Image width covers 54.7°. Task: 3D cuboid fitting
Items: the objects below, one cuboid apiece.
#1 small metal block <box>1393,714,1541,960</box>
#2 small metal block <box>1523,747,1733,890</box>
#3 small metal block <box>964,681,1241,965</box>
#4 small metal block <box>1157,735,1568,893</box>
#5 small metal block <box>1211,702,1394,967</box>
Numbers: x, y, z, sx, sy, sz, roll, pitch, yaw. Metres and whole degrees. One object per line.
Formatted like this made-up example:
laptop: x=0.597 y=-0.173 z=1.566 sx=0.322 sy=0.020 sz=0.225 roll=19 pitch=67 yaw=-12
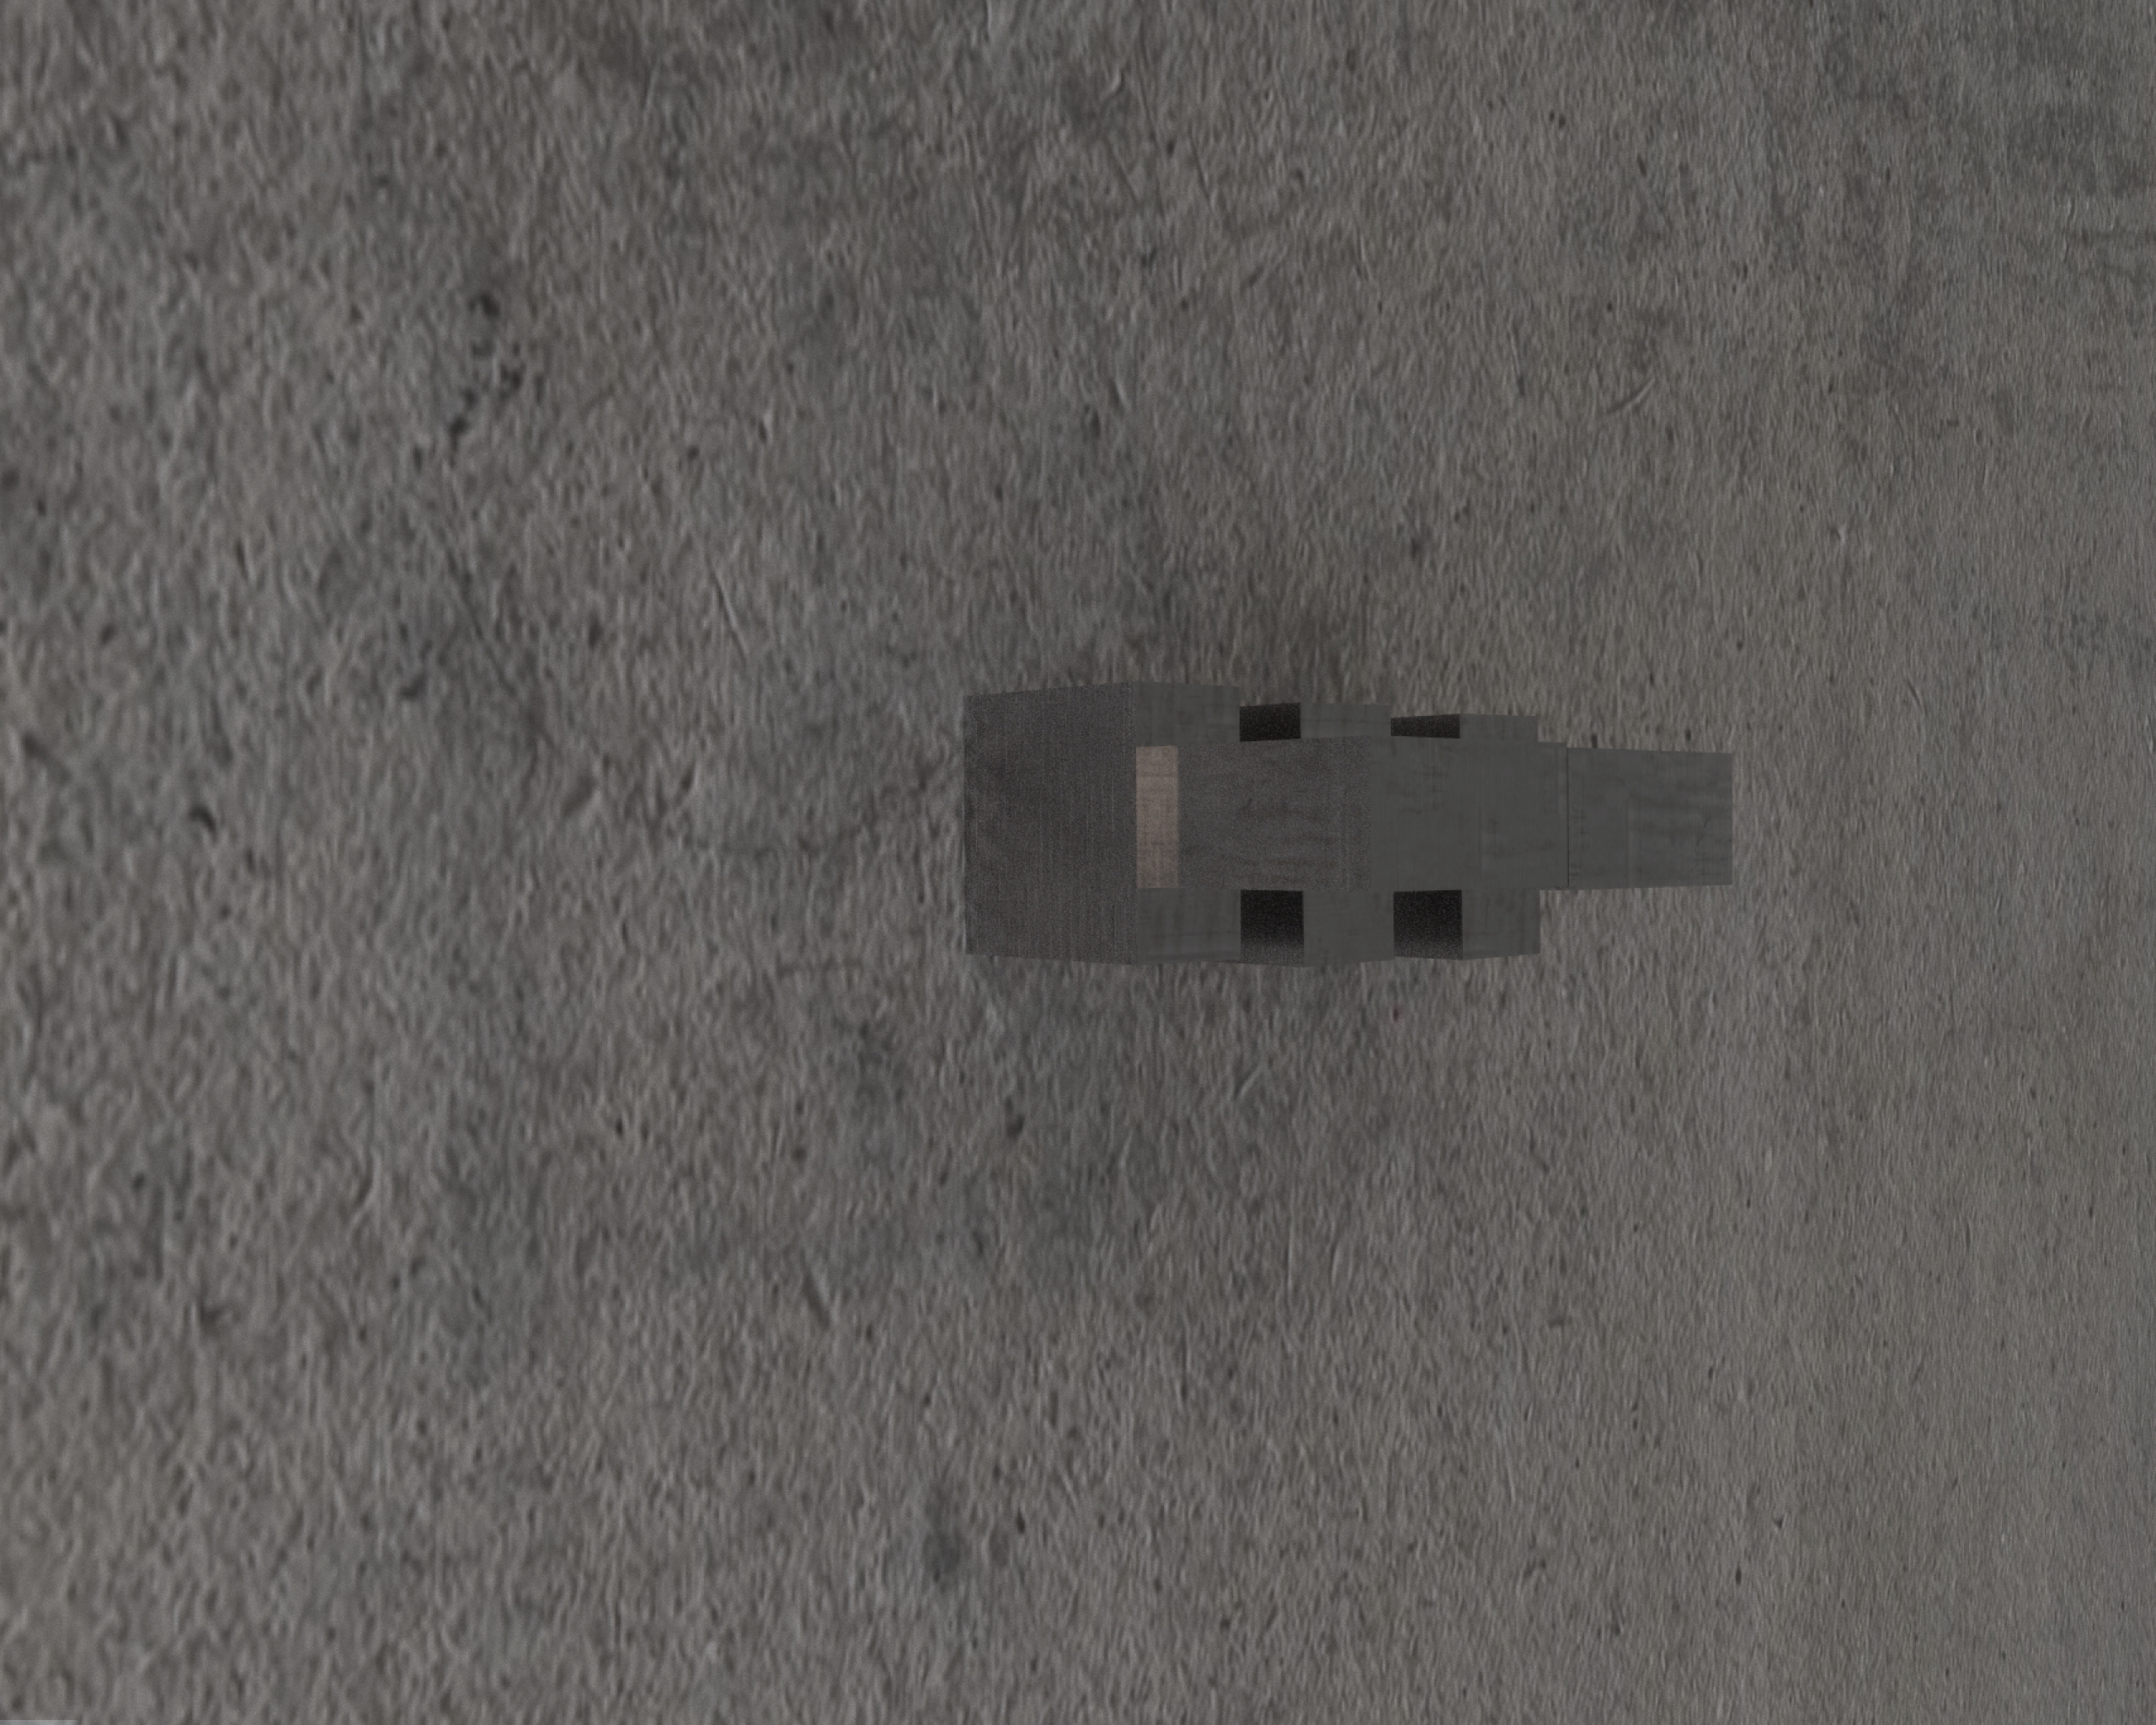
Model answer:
small metal block: x=0.071 y=-0.006 z=0.447 sx=0.025 sy=0.050 sz=0.050 roll=-2 pitch=91 yaw=-40
small metal block: x=0.088 y=-0.008 z=0.397 sx=0.050 sy=0.050 sz=0.025 roll=-1 pitch=91 yaw=-40
small metal block: x=0.004 y=-0.007 z=0.391 sx=0.025 sy=0.050 sz=0.050 roll=-1 pitch=91 yaw=-40
small metal block: x=0.049 y=-0.008 z=0.364 sx=0.050 sy=0.050 sz=0.025 roll=-1 pitch=91 yaw=-40
small metal block: x=0.036 y=-0.006 z=0.418 sx=0.025 sy=0.050 sz=0.050 roll=-2 pitch=91 yaw=-40
